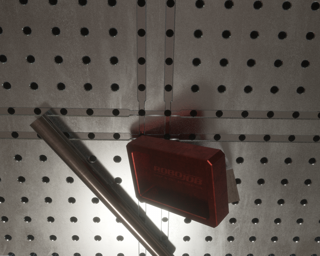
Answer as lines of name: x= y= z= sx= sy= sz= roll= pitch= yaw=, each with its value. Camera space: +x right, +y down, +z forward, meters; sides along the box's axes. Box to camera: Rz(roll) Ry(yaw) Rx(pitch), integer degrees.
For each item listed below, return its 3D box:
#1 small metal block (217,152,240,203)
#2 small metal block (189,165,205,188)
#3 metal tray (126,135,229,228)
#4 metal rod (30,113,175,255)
small metal block: x=0.087 y=0.069 z=0.426 sx=0.025 sy=0.050 sz=0.050 roll=-15 pitch=110 yaw=4
small metal block: x=0.044 y=0.063 z=0.422 sx=0.025 sy=0.050 sz=0.050 roll=-33 pitch=112 yaw=-33
metal tray: x=0.020 y=0.063 z=0.394 sx=0.130 sy=0.030 sz=0.089 roll=9 pitch=116 yaw=38
metal rod: x=-0.073 y=0.101 z=0.449 sx=0.025 sy=0.025 sz=0.300 roll=-35 pitch=107 yaw=11
